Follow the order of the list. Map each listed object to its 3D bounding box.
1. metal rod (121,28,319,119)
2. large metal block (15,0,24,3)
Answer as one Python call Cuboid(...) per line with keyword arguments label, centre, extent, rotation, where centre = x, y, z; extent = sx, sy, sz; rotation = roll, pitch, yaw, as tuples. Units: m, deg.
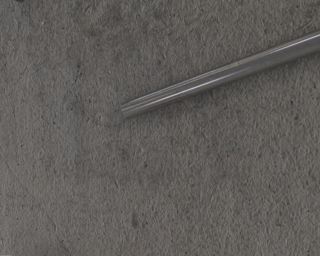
Cuboid(label="metal rod", centre=(0.088, -0.068, 0.377), extent=(0.300, 0.025, 0.025), rotation=(-18, 84, 19))
Cuboid(label="large metal block", centre=(-0.240, -0.249, 0.464), extent=(0.050, 0.080, 0.080), rotation=(-35, 79, 17))
